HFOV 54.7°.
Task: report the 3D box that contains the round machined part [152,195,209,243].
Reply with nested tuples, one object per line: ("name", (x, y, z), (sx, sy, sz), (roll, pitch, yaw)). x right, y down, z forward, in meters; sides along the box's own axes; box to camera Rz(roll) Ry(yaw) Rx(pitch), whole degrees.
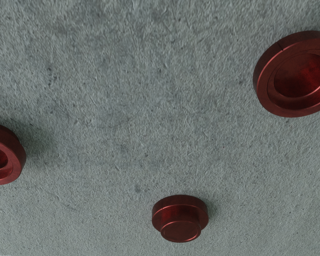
("round machined part", (0.035, 0.162, 0.534), (0.099, 0.042, 0.097), (0, 130, 0))

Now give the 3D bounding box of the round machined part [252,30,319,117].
("round machined part", (0.153, -0.062, 0.344), (0.099, 0.042, 0.097), (0, 130, 0))

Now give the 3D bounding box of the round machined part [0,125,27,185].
("round machined part", (-0.232, 0.031, 0.420), (0.099, 0.042, 0.097), (0, 130, 0))
